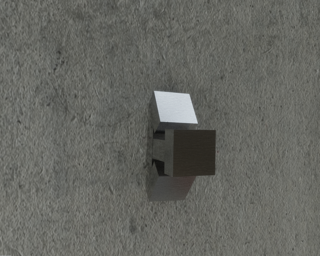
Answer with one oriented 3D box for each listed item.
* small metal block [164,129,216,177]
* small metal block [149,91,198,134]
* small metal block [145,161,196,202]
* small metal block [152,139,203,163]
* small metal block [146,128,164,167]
[{"bbox_3d":[0.033,0.027,0.344,0.050,0.025,0.050,1,90,-21],"label":"small metal block"},{"bbox_3d":[0.016,-0.020,0.405,0.050,0.025,0.050,3,53,-20],"label":"small metal block"},{"bbox_3d":[0.013,0.069,0.403,0.050,0.025,0.050,2,130,-20],"label":"small metal block"},{"bbox_3d":[0.023,0.027,0.379,0.050,0.050,0.025,3,89,-20],"label":"small metal block"},{"bbox_3d":[0.010,0.026,0.416,0.050,0.025,0.050,3,89,-21],"label":"small metal block"}]
